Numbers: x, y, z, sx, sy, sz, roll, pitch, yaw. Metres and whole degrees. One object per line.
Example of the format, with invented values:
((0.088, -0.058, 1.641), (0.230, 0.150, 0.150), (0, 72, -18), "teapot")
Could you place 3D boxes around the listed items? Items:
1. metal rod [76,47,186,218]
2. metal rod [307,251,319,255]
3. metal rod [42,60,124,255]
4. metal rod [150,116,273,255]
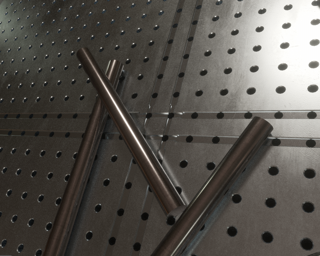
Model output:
((-0.052, -0.014, 0.420), (0.025, 0.025, 0.300), (-36, 58, 4), "metal rod")
((0.122, 0.126, 0.266), (0.301, 0.025, 0.025), (-26, 53, 11), "metal rod")
((-0.101, 0.028, 0.442), (0.025, 0.025, 0.300), (-2, 61, 27), "metal rod")
((0.024, 0.111, 0.326), (0.025, 0.025, 0.300), (32, 79, 37), "metal rod")
